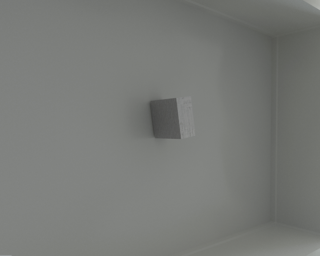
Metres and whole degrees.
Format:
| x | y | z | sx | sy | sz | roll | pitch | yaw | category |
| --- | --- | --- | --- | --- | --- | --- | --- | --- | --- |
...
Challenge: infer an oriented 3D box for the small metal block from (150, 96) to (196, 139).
| x | y | z | sx | sy | sz | roll | pitch | yaw | category |
| --- | --- | --- | --- | --- | --- | --- | --- | --- | --- |
| 0.016 | -0.013 | 0.398 | 0.025 | 0.050 | 0.050 | -11 | 97 | -39 | small metal block |
